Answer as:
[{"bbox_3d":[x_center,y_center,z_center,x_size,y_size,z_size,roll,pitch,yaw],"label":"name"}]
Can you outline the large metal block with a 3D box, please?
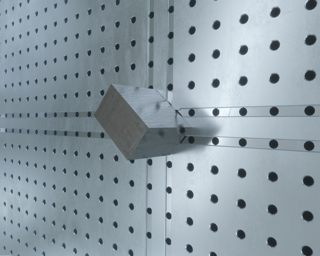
[{"bbox_3d":[-0.022,-0.008,0.392,0.080,0.081,0.050,49,119,28],"label":"large metal block"}]
